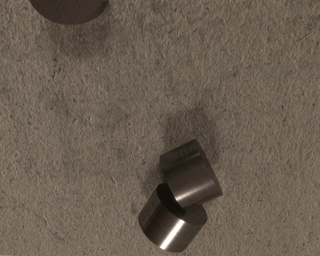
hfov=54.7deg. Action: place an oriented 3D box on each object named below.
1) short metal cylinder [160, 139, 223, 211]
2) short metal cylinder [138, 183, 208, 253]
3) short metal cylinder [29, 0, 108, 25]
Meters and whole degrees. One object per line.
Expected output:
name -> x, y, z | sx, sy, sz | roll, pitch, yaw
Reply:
short metal cylinder -> 0.041, 0.060, 0.403 | 0.050, 0.080, 0.080 | -27, 108, 9
short metal cylinder -> 0.017, 0.121, 0.426 | 0.080, 0.080, 0.050 | 29, 108, -10
short metal cylinder -> -0.098, -0.155, 0.338 | 0.081, 0.050, 0.079 | 0, 110, -1
